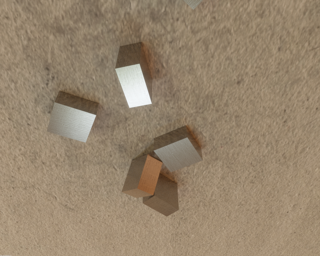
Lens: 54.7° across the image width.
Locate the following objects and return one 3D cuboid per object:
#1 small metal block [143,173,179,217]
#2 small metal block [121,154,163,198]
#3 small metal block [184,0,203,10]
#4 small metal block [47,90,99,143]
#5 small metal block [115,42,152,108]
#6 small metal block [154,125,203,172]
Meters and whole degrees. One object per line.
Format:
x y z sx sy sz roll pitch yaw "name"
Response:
0.001 0.100 0.476 0.050 0.050 0.025 36 121 -27 "small metal block"
-0.025 0.069 0.438 0.025 0.050 0.050 28 152 -22 "small metal block"
0.030 -0.147 0.282 0.050 0.025 0.050 35 122 -26 "small metal block"
-0.111 -0.014 0.394 0.050 0.025 0.050 18 128 -15 "small metal block"
-0.027 -0.059 0.340 0.025 0.050 0.050 -10 130 8 "small metal block"
0.026 0.030 0.433 0.050 0.025 0.050 -23 127 18 "small metal block"
